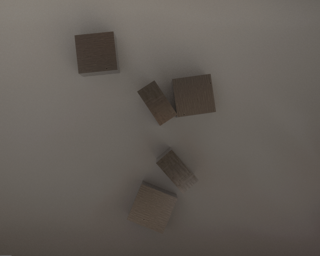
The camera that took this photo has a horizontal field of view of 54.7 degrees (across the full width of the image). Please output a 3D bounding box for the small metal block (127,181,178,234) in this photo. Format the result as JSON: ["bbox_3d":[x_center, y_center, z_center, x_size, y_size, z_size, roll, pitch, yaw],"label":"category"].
[{"bbox_3d":[-0.010,0.104,0.411,0.050,0.025,0.050,22,90,-1],"label":"small metal block"}]

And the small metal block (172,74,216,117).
[{"bbox_3d":[0.044,-0.042,0.412,0.050,0.025,0.050,-8,90,-1],"label":"small metal block"}]

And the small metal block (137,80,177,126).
[{"bbox_3d":[-0.003,-0.030,0.399,0.025,0.050,0.050,-34,90,0],"label":"small metal block"}]

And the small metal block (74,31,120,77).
[{"bbox_3d":[-0.082,-0.097,0.410,0.050,0.025,0.050,-6,90,-1],"label":"small metal block"}]

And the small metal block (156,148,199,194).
[{"bbox_3d":[0.021,0.053,0.399,0.025,0.050,0.050,-41,91,0],"label":"small metal block"}]
